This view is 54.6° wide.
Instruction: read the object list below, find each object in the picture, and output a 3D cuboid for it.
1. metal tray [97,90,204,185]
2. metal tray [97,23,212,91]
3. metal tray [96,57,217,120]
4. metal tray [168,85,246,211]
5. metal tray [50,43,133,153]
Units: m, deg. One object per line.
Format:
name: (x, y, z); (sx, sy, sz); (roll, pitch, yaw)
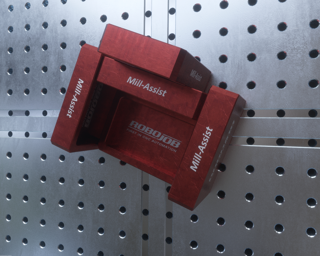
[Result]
metal tray: (-0.010, 0.011, 0.413); (0.130, 0.030, 0.090); (23, 98, 18)
metal tray: (0.001, -0.075, 0.356); (0.090, 0.130, 0.030); (24, 99, 18)
metal tray: (0.001, -0.046, 0.378); (0.130, 0.090, 0.030); (23, 98, 18)
metal tray: (0.057, 0.021, 0.357); (0.030, 0.090, 0.129); (23, 98, 18)
metal tray: (-0.085, -0.035, 0.408); (0.030, 0.090, 0.129); (23, 98, 18)
